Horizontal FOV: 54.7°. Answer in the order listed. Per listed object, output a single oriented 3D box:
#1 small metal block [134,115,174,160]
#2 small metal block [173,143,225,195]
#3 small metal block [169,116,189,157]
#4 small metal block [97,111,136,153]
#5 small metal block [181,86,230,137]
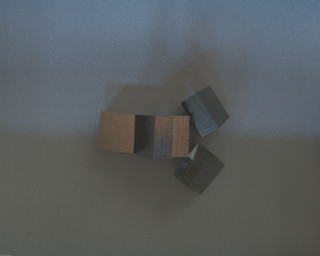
[{"bbox_3d":[-0.009,0.010,0.379,0.025,0.050,0.050,1,93,-32],"label":"small metal block"},{"bbox_3d":[0.051,0.053,0.395,0.025,0.050,0.050,38,89,35],"label":"small metal block"},{"bbox_3d":[0.022,0.010,0.398,0.025,0.050,0.050,1,90,0],"label":"small metal block"},{"bbox_3d":[-0.053,0.005,0.408,0.050,0.025,0.050,7,90,-1],"label":"small metal block"},{"bbox_3d":[0.059,-0.022,0.395,0.025,0.050,0.050,-32,91,32],"label":"small metal block"}]
